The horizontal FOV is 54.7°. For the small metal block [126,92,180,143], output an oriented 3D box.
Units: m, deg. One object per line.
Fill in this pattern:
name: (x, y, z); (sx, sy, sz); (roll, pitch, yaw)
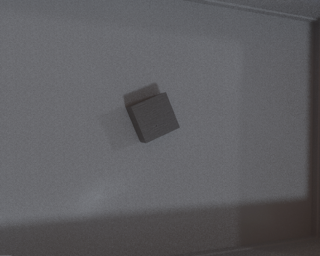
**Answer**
small metal block: (-0.009, -0.014, 0.404); (0.050, 0.025, 0.050); (-25, 99, -19)
